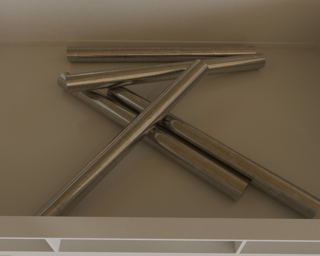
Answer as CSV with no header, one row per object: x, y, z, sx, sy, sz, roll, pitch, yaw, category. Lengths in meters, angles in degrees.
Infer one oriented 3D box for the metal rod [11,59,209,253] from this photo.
-0.041,0.016,0.363,0.025,0.025,0.301,34,65,24,metal rod

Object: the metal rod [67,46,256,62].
0.003,-0.121,0.506,0.302,0.025,0.025,-1,50,-1,metal rod

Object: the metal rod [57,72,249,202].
-0.025,0.000,0.404,0.300,0.025,0.025,31,57,23,metal rod

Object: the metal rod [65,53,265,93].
0.019,-0.083,0.454,0.302,0.025,0.025,-10,51,-17,metal rod

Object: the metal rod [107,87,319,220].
0.050,0.017,0.391,0.300,0.025,0.025,31,57,23,metal rod
